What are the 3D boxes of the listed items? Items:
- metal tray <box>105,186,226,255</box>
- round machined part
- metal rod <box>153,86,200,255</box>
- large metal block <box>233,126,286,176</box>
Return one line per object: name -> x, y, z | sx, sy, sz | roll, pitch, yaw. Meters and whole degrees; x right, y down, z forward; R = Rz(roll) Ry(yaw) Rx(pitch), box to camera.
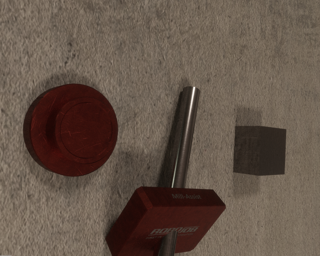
metal tray -> 0.010, 0.117, 0.382 | 0.131, 0.030, 0.089 | 12, 118, -40
round machined part -> -0.085, 0.002, 0.324 | 0.099, 0.042, 0.097 | 0, 90, -40
metal rod -> 0.018, 0.084, 0.395 | 0.025, 0.025, 0.299 | 27, 65, -37
large metal block -> 0.174, 0.039, 0.538 | 0.081, 0.050, 0.080 | 5, 87, -40
